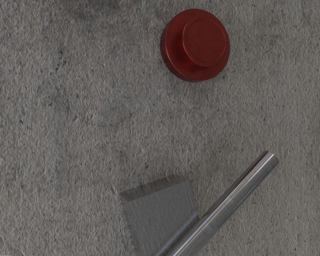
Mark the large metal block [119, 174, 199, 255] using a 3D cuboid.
[{"bbox_3d":[0.001,0.113,0.396,0.081,0.050,0.080,-16,96,-19],"label":"large metal block"}]

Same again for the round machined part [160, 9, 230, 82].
[{"bbox_3d":[0.054,-0.113,0.419,0.099,0.042,0.097,0,90,-20],"label":"round machined part"}]

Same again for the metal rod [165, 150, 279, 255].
[{"bbox_3d":[0.039,0.137,0.370,0.301,0.025,0.025,-42,104,-15],"label":"metal rod"}]
